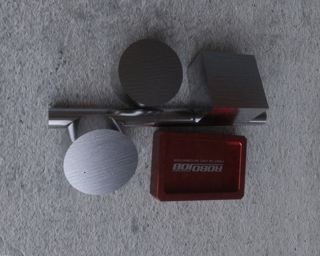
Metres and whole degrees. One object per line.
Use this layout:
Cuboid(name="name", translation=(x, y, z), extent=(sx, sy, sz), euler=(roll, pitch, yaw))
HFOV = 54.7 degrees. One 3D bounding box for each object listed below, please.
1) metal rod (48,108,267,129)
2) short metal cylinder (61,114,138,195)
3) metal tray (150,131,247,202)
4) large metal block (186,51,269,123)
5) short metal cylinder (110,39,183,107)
Cuboid(name="metal rod", translation=(0.011, -0.014, 0.416), extent=(0.303, 0.025, 0.025), euler=(-1, 91, -20))
Cuboid(name="short metal cylinder", translation=(-0.071, 0.029, 0.358), extent=(0.081, 0.050, 0.079), euler=(-8, 113, -18))
Cuboid(name="metal tray", translation=(0.055, 0.052, 0.427), extent=(0.131, 0.030, 0.089), euler=(4, 89, -20))
Cuboid(name="large metal block", translation=(0.088, -0.053, 0.416), extent=(0.081, 0.050, 0.080), euler=(-1, 69, -20))
Cuboid(name="short metal cylinder", translation=(-0.018, -0.066, 0.390), extent=(0.081, 0.050, 0.080), euler=(0, 90, -20))
